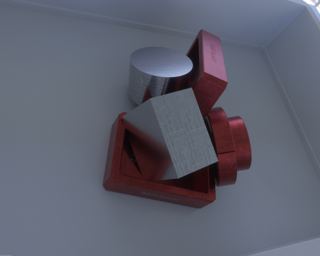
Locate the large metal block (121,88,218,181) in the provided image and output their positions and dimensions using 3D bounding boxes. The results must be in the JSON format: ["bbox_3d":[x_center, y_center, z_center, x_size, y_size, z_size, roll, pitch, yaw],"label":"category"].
[{"bbox_3d":[0.007,0.010,0.338,0.050,0.080,0.080,-18,87,-29],"label":"large metal block"}]

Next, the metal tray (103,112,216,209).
[{"bbox_3d":[0.003,0.040,0.378,0.131,0.030,0.090,16,55,-19],"label":"metal tray"}]

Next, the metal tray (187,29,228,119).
[{"bbox_3d":[0.047,-0.062,0.407,0.030,0.089,0.130,22,38,-12],"label":"metal tray"}]

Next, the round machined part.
[{"bbox_3d":[0.083,0.021,0.386,0.042,0.098,0.098,-9,63,1],"label":"round machined part"}]

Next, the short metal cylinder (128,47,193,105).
[{"bbox_3d":[-0.001,-0.067,0.410,0.081,0.050,0.080,6,39,-4],"label":"short metal cylinder"}]
